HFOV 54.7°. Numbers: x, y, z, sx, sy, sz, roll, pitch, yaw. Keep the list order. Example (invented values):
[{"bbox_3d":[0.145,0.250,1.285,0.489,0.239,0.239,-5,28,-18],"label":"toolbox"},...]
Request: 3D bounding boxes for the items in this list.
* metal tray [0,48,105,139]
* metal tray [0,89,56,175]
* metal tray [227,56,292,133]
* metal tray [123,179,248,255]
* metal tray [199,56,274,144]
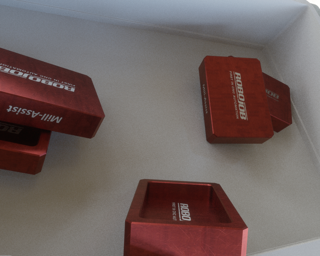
[{"bbox_3d":[-0.130,-0.039,0.318,0.131,0.030,0.090,14,29,-33],"label":"metal tray"},{"bbox_3d":[-0.173,-0.010,0.299,0.131,0.030,0.090,15,40,-20],"label":"metal tray"},{"bbox_3d":[0.159,-0.057,0.523,0.131,0.030,0.090,24,53,-14],"label":"metal tray"},{"bbox_3d":[0.020,0.080,0.288,0.091,0.130,0.030,3,95,1],"label":"metal tray"},{"bbox_3d":[0.111,-0.043,0.461,0.091,0.030,0.130,1,69,-11],"label":"metal tray"}]
